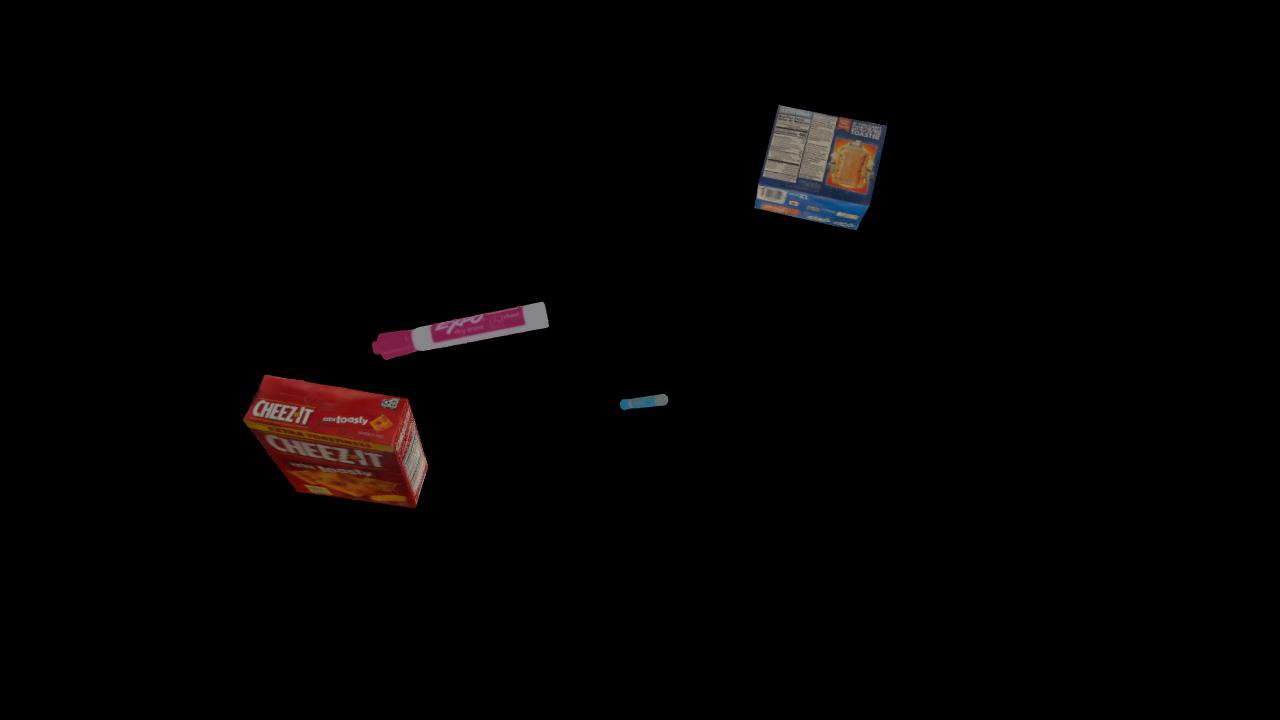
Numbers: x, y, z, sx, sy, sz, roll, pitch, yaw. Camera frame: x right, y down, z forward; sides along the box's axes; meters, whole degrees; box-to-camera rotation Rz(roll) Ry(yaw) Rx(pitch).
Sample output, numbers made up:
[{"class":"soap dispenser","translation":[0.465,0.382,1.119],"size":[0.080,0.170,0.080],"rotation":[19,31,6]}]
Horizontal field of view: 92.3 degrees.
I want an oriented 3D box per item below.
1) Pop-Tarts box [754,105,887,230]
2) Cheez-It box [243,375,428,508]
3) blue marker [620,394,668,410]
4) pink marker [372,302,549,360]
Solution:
[{"class":"Pop-Tarts box","translation":[0.277,-0.297,0.956],"size":[0.167,0.141,0.083],"rotation":[14,-11,7]},{"class":"Cheez-It box","translation":[-0.370,0.112,0.781],"size":[0.166,0.071,0.223],"rotation":[10,-34,-7]},{"class":"blue marker","translation":[0.004,0.071,1.027],"size":[0.020,0.020,0.121],"rotation":[0,-7,-35]},{"class":"pink marker","translation":[-0.125,-0.020,0.431],"size":[0.121,0.020,0.020],"rotation":[-12,1,-5]}]
